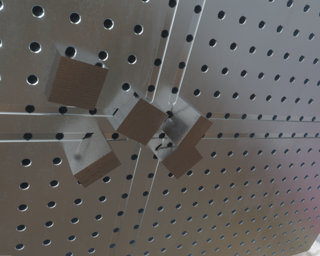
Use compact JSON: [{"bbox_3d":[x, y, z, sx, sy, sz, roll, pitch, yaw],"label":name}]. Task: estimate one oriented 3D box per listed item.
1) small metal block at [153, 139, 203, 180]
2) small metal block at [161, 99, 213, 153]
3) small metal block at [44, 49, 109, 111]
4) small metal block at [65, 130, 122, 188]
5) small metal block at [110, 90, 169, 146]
[{"bbox_3d":[0.027,0.040,0.453,0.050,0.025,0.050,-40,130,-1],"label":"small metal block"},{"bbox_3d":[0.035,-0.003,0.414,0.025,0.050,0.050,28,103,-38],"label":"small metal block"},{"bbox_3d":[-0.090,-0.051,0.332,0.050,0.025,0.050,11,113,-33],"label":"small metal block"},{"bbox_3d":[-0.081,0.036,0.374,0.050,0.050,0.025,-33,129,-7],"label":"small metal block"},{"bbox_3d":[-0.026,-0.012,0.391,0.050,0.025,0.050,30,101,-38],"label":"small metal block"}]
